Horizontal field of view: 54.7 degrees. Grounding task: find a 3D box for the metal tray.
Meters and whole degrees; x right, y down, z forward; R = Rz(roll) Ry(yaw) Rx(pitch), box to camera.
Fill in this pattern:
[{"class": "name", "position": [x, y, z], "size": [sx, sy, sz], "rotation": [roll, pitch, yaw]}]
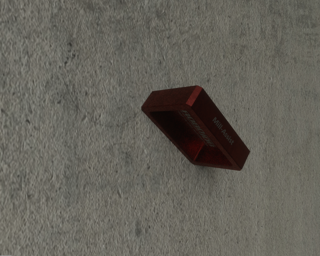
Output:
[{"class": "metal tray", "position": [0.047, 0.003, 0.406], "size": [0.130, 0.090, 0.030], "rotation": [47, 62, -30]}]
